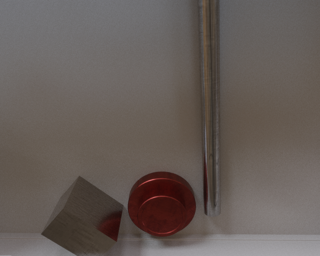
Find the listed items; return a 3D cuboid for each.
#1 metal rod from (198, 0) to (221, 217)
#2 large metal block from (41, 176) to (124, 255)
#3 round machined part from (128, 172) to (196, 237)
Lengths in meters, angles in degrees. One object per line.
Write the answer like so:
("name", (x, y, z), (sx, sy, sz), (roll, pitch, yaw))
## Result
("metal rod", (0.066, -0.016, 0.406), (0.025, 0.025, 0.298), (-4, 110, 1))
("large metal block", (-0.102, 0.125, 0.427), (0.080, 0.080, 0.050), (38, 106, -13))
("round machined part", (0.003, 0.115, 0.445), (0.099, 0.042, 0.097), (0, 110, -1))
